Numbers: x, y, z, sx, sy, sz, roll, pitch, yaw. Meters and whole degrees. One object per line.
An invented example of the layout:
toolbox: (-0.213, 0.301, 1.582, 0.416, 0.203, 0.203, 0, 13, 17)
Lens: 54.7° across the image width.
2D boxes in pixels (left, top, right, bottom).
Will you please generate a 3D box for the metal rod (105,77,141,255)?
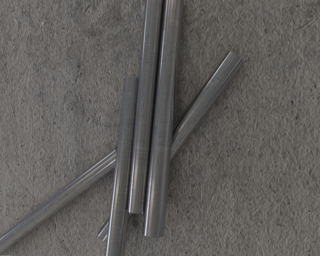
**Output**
metal rod: (-0.049, 0.082, 0.401, 0.025, 0.025, 0.298, 3, 83, 20)

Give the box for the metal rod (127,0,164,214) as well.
metal rod: (-0.016, -0.044, 0.398, 0.025, 0.025, 0.298, 3, 85, 20)

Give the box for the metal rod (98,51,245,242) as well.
metal rod: (0.008, 0.033, 0.405, 0.025, 0.025, 0.299, 39, 102, 16)

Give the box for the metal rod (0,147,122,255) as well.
metal rod: (-0.168, 0.122, 0.468, 0.300, 0.025, 0.025, -37, 78, 16)

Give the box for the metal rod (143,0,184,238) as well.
metal rod: (0.006, -0.021, 0.385, 0.025, 0.025, 0.298, 3, 83, 20)
